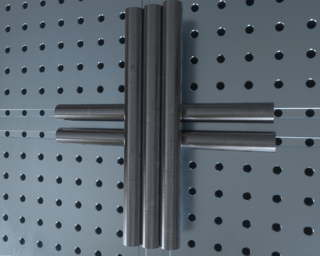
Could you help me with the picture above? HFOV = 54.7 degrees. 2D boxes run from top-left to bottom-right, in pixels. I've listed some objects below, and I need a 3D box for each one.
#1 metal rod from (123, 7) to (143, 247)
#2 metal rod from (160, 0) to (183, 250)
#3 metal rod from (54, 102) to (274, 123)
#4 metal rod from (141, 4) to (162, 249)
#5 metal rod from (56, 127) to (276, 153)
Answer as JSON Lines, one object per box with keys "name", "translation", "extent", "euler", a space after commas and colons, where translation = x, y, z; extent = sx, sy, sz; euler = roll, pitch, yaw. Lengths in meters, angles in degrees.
{"name": "metal rod", "translation": [-0.033, -0.001, 0.397], "extent": [0.025, 0.025, 0.298], "euler": [1, 90, 19]}
{"name": "metal rod", "translation": [0.014, -0.003, 0.381], "extent": [0.025, 0.025, 0.298], "euler": [1, 90, 19]}
{"name": "metal rod", "translation": [-0.008, -0.021, 0.415], "extent": [0.301, 0.025, 0.025], "euler": [1, 91, 19]}
{"name": "metal rod", "translation": [-0.010, -0.002, 0.389], "extent": [0.025, 0.025, 0.298], "euler": [1, 90, 19]}
{"name": "metal rod", "translation": [-0.006, 0.014, 0.414], "extent": [0.301, 0.025, 0.025], "euler": [1, 91, 19]}
